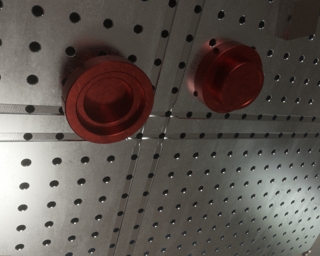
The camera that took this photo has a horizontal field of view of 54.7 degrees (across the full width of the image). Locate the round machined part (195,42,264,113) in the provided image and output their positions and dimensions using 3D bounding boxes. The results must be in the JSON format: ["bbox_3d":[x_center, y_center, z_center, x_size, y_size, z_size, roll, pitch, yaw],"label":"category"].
[{"bbox_3d":[0.100,-0.063,0.418,0.099,0.042,0.097,-14,125,-21],"label":"round machined part"}]

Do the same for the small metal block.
[{"bbox_3d":[0.189,-0.152,0.423,0.050,0.025,0.050,-18,126,-19],"label":"small metal block"}]

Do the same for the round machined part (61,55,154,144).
[{"bbox_3d":[-0.060,-0.034,0.347,0.099,0.042,0.097,-14,125,-21],"label":"round machined part"}]
